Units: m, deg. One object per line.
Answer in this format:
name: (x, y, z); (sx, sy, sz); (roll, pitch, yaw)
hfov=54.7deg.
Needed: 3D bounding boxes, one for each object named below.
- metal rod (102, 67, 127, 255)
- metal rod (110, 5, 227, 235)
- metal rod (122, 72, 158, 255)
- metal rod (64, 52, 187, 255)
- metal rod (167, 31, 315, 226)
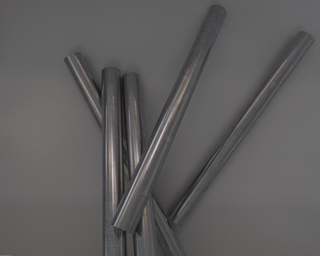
metal rod: (-0.052, 0.061, 0.347); (0.025, 0.025, 0.299); (-5, 65, 0)
metal rod: (0.020, -0.027, 0.359); (0.025, 0.025, 0.300); (24, 69, 0)
metal rod: (-0.022, 0.066, 0.347); (0.025, 0.025, 0.299); (-7, 64, 0)
metal rod: (-0.046, 0.038, 0.405); (0.025, 0.025, 0.299); (-28, 88, 0)
metal rod: (0.107, 0.000, 0.411); (0.025, 0.025, 0.299); (36, 90, 0)
